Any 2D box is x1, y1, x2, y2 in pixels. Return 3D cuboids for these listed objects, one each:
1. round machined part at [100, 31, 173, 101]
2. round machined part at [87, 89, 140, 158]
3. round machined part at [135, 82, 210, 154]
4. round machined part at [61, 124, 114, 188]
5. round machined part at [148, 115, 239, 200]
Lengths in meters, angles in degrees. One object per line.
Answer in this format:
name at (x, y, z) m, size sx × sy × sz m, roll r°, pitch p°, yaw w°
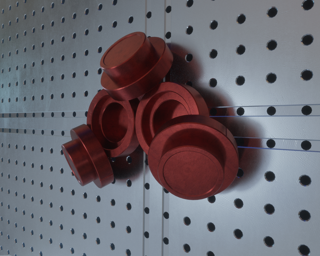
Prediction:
round machined part at (-0.036, -0.084, 0.393) m, size 0.098 × 0.042 × 0.098 m, roll -22°, pitch 41°, yaw 21°
round machined part at (-0.057, -0.008, 0.442) m, size 0.098 × 0.042 × 0.097 m, roll 0°, pitch 90°, yaw 39°
round machined part at (0.019, -0.006, 0.380) m, size 0.098 × 0.042 × 0.097 m, roll 0°, pitch 90°, yaw 39°
round machined part at (-0.111, 0.047, 0.457) m, size 0.098 × 0.042 × 0.097 m, roll 46°, pitch 152°, yaw 35°
round machined part at (0.035, 0.038, 0.333) m, size 0.098 × 0.042 × 0.097 m, roll 4°, pitch 118°, yaw 9°
